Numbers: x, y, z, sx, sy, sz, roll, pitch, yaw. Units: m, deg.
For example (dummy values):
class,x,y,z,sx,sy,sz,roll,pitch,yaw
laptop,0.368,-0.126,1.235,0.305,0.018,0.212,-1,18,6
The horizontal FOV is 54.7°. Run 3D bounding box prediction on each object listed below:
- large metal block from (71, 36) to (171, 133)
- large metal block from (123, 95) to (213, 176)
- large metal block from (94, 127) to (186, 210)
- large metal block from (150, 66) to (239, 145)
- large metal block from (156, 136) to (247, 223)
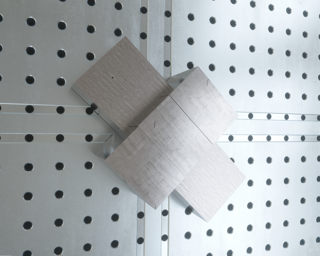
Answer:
class,x,y,z,sx,sy,sz,roll,pitch,yaw
large metal block,-0.048,-0.050,0.379,0.080,0.050,0.080,-47,105,-13
large metal block,0.005,0.009,0.387,0.050,0.080,0.080,-46,105,-14
large metal block,-0.028,0.044,0.374,0.050,0.080,0.080,-46,105,-14
large metal block,0.040,-0.026,0.400,0.050,0.080,0.080,-46,105,-14
large metal block,0.054,0.065,0.421,0.080,0.050,0.080,-45,105,-14
